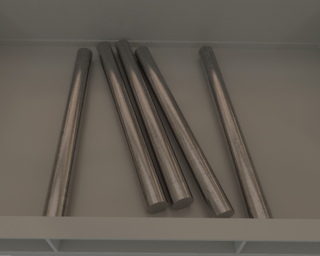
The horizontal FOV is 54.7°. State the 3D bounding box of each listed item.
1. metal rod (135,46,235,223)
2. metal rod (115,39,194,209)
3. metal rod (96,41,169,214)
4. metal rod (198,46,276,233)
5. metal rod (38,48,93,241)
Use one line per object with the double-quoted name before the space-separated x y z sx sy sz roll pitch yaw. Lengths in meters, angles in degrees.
"metal rod" 0.019 -0.015 0.417 0.025 0.025 0.299 -15 52 -12
"metal rod" -0.019 -0.028 0.428 0.025 0.025 0.299 -13 51 -11
"metal rod" -0.048 -0.024 0.424 0.025 0.025 0.299 -13 51 -11
"metal rod" 0.091 -0.011 0.415 0.025 0.025 0.300 -4 50 -4
"metal rod" -0.116 -0.006 0.408 0.025 0.025 0.300 -2 50 -2
